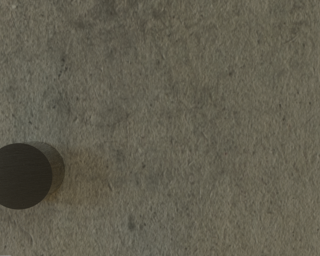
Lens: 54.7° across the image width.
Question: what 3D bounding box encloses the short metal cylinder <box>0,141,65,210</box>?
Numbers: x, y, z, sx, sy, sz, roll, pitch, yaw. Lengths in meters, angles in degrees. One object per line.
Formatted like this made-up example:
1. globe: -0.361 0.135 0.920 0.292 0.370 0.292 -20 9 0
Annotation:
1. short metal cylinder: -0.169 0.058 0.395 0.081 0.050 0.079 0 90 -1
